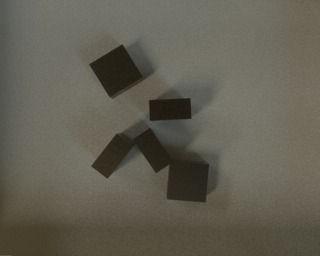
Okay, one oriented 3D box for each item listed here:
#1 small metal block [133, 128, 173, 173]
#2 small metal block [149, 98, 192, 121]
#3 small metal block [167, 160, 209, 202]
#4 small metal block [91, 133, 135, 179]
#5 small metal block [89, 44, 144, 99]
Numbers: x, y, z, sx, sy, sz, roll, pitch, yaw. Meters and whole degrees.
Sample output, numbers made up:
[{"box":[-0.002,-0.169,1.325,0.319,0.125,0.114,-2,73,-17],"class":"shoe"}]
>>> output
[{"box":[-0.009,0.027,0.399,0.025,0.050,0.050,-34,90,0],"class":"small metal block"},{"box":[0.012,-0.023,0.399,0.050,0.050,0.025,-3,90,-1],"class":"small metal block"},{"box":[0.036,0.069,0.412,0.050,0.025,0.050,5,90,-1],"class":"small metal block"},{"box":[-0.058,0.034,0.398,0.025,0.050,0.050,38,90,-1],"class":"small metal block"},{"box":[-0.057,-0.074,0.411,0.050,0.025,0.050,-32,90,-1],"class":"small metal block"}]
